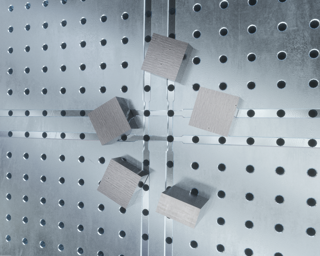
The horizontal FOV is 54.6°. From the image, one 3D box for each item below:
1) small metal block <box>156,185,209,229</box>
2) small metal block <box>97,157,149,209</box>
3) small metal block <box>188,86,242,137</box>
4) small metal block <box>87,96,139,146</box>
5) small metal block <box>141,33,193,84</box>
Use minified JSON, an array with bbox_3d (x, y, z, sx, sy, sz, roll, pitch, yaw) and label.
[{"bbox_3d":[0.029,0.097,0.389,0.050,0.050,0.025,19,97,19],"label":"small metal block"},{"bbox_3d":[-0.052,0.075,0.431,0.050,0.025,0.050,28,99,17],"label":"small metal block"},{"bbox_3d":[0.069,-0.020,0.388,0.050,0.025,0.050,18,96,19],"label":"small metal block"},{"bbox_3d":[-0.066,-0.009,0.436,0.050,0.025,0.050,-29,81,17],"label":"small metal block"},{"bbox_3d":[0.009,-0.092,0.410,0.050,0.025,0.050,22,97,18],"label":"small metal block"}]
